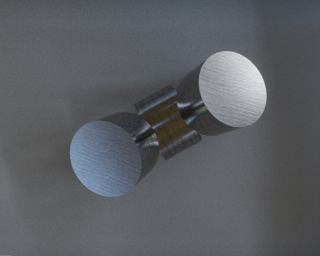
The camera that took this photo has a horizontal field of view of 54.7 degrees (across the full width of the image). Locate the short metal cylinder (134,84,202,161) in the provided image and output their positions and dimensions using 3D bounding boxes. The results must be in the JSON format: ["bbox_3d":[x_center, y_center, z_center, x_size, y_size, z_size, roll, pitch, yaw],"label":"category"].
[{"bbox_3d":[0.009,-0.007,0.382,0.050,0.080,0.080,-30,90,0],"label":"short metal cylinder"}]

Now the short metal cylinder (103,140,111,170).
[{"bbox_3d":[-0.048,0.025,0.397,0.081,0.050,0.079,0,90,-1],"label":"short metal cylinder"}]

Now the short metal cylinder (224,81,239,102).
[{"bbox_3d":[0.067,-0.037,0.398,0.081,0.050,0.079,0,90,-1],"label":"short metal cylinder"}]

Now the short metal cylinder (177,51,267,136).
[{"bbox_3d":[0.065,-0.035,0.333,0.081,0.050,0.080,5,77,-21],"label":"short metal cylinder"}]

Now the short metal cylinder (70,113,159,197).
[{"bbox_3d":[-0.047,0.026,0.332,0.080,0.050,0.079,4,104,18],"label":"short metal cylinder"}]
